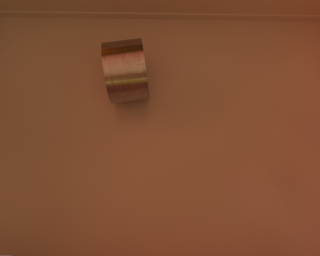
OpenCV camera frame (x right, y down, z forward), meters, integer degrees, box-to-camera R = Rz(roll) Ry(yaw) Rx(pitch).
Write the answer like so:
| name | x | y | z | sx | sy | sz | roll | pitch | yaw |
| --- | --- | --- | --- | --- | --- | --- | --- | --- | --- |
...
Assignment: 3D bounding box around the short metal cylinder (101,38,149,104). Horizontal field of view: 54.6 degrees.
| name | x | y | z | sx | sy | sz | roll | pitch | yaw |
| --- | --- | --- | --- | --- | --- | --- | --- | --- | --- |
| short metal cylinder | -0.044 | -0.075 | 0.408 | 0.050 | 0.080 | 0.080 | -8 | 70 | -3 |
